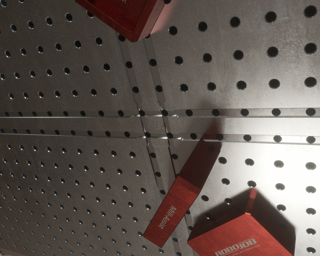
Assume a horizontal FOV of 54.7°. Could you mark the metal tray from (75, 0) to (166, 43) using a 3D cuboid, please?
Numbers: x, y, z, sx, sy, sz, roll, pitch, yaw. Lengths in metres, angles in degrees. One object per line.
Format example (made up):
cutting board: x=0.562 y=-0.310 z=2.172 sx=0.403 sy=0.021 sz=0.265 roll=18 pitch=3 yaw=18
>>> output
metal tray: x=-0.029 y=-0.167 z=0.318 sx=0.090 sy=0.030 sz=0.129 roll=37 pitch=129 yaw=3

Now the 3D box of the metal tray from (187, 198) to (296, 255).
metal tray: x=0.114 y=0.165 z=0.449 sx=0.090 sy=0.030 sz=0.129 roll=44 pitch=129 yaw=-3

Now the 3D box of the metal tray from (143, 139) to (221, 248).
metal tray: x=0.027 y=0.086 z=0.406 sx=0.030 sy=0.090 sz=0.129 roll=31 pitch=128 yaw=8
